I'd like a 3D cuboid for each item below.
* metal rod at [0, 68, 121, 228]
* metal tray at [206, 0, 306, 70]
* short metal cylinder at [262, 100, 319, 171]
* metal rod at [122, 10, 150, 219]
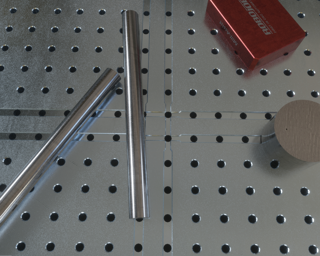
[{"bbox_3d":[-0.149,0.040,0.395,0.025,0.025,0.300,32,73,11],"label":"metal rod"},{"bbox_3d":[0.142,-0.162,0.470,0.090,0.030,0.130,-27,73,-10],"label":"metal tray"},{"bbox_3d":[0.178,0.010,0.397,0.081,0.050,0.080,0,70,0],"label":"short metal cylinder"},{"bbox_3d":[-0.035,-0.032,0.422,0.025,0.025,0.299,-4,70,-2],"label":"metal rod"}]
